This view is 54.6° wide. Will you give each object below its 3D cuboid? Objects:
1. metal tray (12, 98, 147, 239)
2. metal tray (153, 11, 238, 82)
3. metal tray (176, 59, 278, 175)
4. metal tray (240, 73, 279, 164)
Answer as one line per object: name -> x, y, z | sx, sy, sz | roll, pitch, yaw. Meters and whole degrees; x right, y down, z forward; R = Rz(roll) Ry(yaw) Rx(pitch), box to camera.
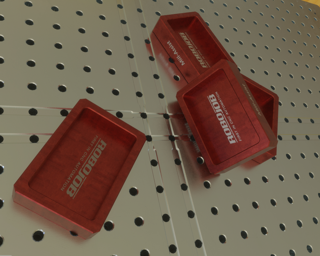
metal tray -> -0.080, 0.039, 0.337 | 0.090, 0.030, 0.130 | 32, 52, -8
metal tray -> 0.059, -0.132, 0.516 | 0.091, 0.030, 0.130 | -22, 74, -36
metal tray -> 0.085, -0.014, 0.417 | 0.030, 0.090, 0.130 | 5, 57, -52
metal tray -> 0.141, -0.019, 0.491 | 0.090, 0.030, 0.130 | 27, 52, -11
